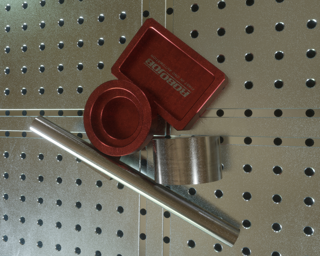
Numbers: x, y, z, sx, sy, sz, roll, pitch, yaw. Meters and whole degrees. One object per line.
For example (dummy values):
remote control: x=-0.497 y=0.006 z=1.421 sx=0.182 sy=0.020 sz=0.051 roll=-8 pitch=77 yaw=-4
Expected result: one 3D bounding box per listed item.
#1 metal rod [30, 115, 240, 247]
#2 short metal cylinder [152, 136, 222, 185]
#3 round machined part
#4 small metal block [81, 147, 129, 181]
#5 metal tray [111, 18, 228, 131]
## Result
metal rod: x=-0.038 y=0.065 z=0.403 sx=0.301 sy=0.025 sz=0.025 roll=28 pitch=99 yaw=8
short metal cylinder: x=0.032 y=0.036 z=0.370 sx=0.080 sy=0.080 sz=0.050 roll=-4 pitch=89 yaw=19
round machined part: x=-0.048 y=-0.013 z=0.411 sx=0.098 sy=0.042 sz=0.097 roll=0 pitch=90 yaw=21
small metal block: x=-0.075 y=0.038 z=0.438 sx=0.050 sy=0.025 sz=0.050 roll=30 pitch=99 yaw=17
metal tray: x=0.010 y=-0.069 z=0.405 sx=0.130 sy=0.030 sz=0.090 roll=42 pitch=102 yaw=15
